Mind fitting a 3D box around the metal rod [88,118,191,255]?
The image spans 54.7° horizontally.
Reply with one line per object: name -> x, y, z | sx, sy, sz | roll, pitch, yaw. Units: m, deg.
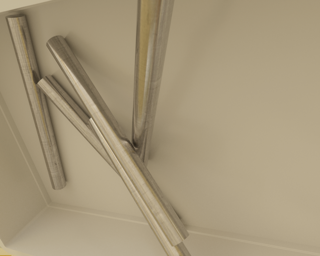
metal rod -> -0.013, 0.104, 0.402 | 0.299, 0.025, 0.025 | 56, 132, 19

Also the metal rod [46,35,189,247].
metal rod -> -0.058, 0.009, 0.388 | 0.025, 0.025, 0.299 | -41, 79, 39

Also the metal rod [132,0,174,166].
metal rod -> -0.016, -0.021, 0.329 | 0.025, 0.025, 0.299 | 29, 152, 10

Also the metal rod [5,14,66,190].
metal rod -> -0.189, -0.022, 0.491 | 0.025, 0.025, 0.298 | 11, 123, 21

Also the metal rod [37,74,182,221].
metal rod -> -0.073, 0.042, 0.471 | 0.300, 0.025, 0.025 | 49, 128, -7
